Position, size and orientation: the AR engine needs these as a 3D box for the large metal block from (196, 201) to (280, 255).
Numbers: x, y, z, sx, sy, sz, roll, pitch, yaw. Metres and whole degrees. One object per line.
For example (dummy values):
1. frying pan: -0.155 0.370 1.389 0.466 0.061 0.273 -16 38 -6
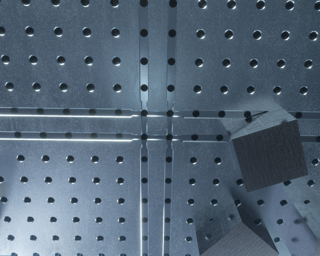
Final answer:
1. large metal block: 0.113 0.172 0.464 0.080 0.050 0.080 42 105 -14

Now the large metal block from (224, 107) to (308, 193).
1. large metal block: 0.139 0.028 0.411 0.080 0.050 0.080 -18 109 6

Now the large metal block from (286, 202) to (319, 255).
1. large metal block: 0.226 0.163 0.446 0.050 0.080 0.079 -1 110 0
